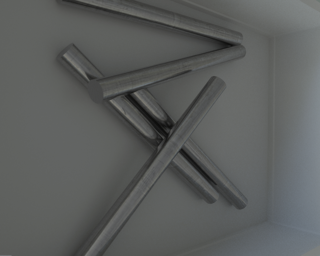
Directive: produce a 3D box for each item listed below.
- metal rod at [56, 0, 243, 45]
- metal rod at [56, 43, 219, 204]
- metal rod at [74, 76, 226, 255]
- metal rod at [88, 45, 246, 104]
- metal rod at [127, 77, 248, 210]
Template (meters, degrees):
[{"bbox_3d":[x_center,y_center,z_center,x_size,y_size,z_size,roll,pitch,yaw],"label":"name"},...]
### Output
[{"bbox_3d":[0.012,-0.144,0.417,0.302,0.025,0.025,-1,91,-40],"label":"metal rod"},{"bbox_3d":[-0.010,0.013,0.399,0.300,0.025,0.025,46,62,-31],"label":"metal rod"},{"bbox_3d":[-0.009,0.051,0.374,0.300,0.025,0.025,-52,121,-18],"label":"metal rod"},{"bbox_3d":[0.034,-0.082,0.416,0.302,0.025,0.025,-25,106,-44],"label":"metal rod"},{"bbox_3d":[0.047,0.034,0.448,0.300,0.025,0.025,46,62,-31],"label":"metal rod"}]
